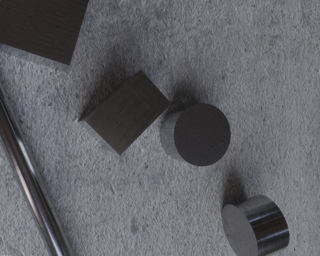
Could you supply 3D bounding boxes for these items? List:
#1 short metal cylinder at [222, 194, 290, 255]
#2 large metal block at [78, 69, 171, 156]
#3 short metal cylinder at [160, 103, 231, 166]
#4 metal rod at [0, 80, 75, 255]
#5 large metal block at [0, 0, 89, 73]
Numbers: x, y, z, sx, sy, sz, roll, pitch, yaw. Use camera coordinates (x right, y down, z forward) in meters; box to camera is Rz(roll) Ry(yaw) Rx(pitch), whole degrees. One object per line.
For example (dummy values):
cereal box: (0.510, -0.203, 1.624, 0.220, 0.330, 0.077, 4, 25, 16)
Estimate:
short metal cylinder: (0.130, 0.138, 0.428, 0.050, 0.080, 0.080, -12, 94, -20)
large metal block: (-0.045, -0.017, 0.363, 0.080, 0.080, 0.050, -46, 105, -14)
short metal cylinder: (0.046, 0.008, 0.413, 0.081, 0.050, 0.080, 0, 90, -20)
metal rod: (-0.153, 0.047, 0.352, 0.025, 0.025, 0.298, -22, 98, -19)
large metal block: (-0.132, -0.116, 0.347, 0.081, 0.050, 0.080, 16, 85, -20)
